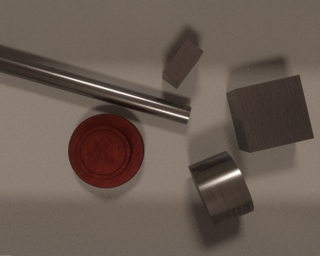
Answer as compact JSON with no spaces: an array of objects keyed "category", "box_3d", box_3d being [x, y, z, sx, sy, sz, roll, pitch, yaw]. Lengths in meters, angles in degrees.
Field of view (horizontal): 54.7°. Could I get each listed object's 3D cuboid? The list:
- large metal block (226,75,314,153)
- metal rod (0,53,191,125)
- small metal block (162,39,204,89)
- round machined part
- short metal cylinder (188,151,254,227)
[{"category":"large metal block","box_3d":[0.139,-0.018,0.401,0.080,0.050,0.080,-13,90,-1]},{"category":"metal rod","box_3d":[-0.107,-0.057,0.409,0.302,0.025,0.025,16,90,-1]},{"category":"small metal block","box_3d":[0.028,-0.080,0.399,0.025,0.050,0.050,37,90,-1]},{"category":"round machined part","box_3d":[-0.070,0.030,0.402,0.099,0.042,0.097,0,90,-1]},{"category":"short metal cylinder","box_3d":[0.074,0.075,0.385,0.050,0.080,0.080,-23,90,0]}]
